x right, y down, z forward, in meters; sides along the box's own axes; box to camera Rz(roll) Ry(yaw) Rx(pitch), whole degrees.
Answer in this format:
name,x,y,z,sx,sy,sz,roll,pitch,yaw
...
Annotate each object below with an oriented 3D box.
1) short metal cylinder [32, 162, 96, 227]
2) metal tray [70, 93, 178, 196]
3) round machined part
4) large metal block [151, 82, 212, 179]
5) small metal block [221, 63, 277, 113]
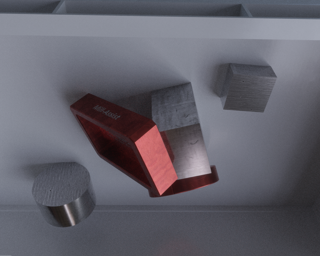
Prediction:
name,x,y,z,sx,sy,sz,roll,pitch,yaw
short metal cylinder,-0.138,0.096,0.453,0.081,0.080,0.050,-2,130,1
metal tray,-0.045,0.016,0.361,0.030,0.130,0.090,-41,131,-24
round machined part,0.028,0.063,0.429,0.099,0.042,0.098,-14,174,-1
large metal block,0.025,0.004,0.376,0.050,0.080,0.080,-13,129,8
small metal block,0.104,-0.048,0.370,0.050,0.025,0.050,4,130,-4
